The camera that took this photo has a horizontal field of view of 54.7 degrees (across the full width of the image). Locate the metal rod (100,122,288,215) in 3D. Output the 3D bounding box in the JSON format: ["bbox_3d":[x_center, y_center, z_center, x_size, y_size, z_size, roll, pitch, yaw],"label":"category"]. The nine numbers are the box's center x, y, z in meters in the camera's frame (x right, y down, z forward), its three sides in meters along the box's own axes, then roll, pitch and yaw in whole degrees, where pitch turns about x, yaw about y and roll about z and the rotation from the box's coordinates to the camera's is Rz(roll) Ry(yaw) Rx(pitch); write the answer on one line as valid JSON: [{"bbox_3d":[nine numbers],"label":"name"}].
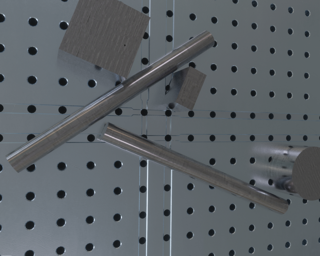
[{"bbox_3d":[0.060,0.063,0.434,0.302,0.025,0.025,25,82,-19],"label":"metal rod"}]

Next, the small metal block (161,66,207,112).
[{"bbox_3d":[0.031,-0.050,0.410,0.025,0.050,0.050,26,82,-18],"label":"small metal block"}]

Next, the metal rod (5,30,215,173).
[{"bbox_3d":[-0.049,-0.043,0.394,0.301,0.025,0.025,-35,102,-17],"label":"metal rod"}]

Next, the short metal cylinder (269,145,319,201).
[{"bbox_3d":[0.218,0.067,0.480,0.081,0.050,0.079,0,90,-20],"label":"short metal cylinder"}]

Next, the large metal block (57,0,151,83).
[{"bbox_3d":[-0.069,-0.109,0.374,0.080,0.050,0.080,22,83,-19],"label":"large metal block"}]
